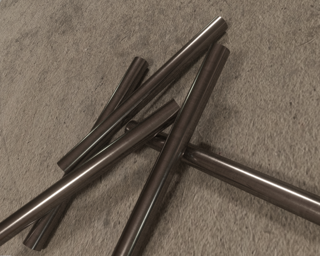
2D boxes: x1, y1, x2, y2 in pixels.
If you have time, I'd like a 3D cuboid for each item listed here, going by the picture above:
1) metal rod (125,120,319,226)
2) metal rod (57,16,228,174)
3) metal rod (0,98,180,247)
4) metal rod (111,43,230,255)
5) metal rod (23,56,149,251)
[{"bbox_3d":[0.075,0.047,0.335,0.300,0.025,0.025,22,73,35],"label":"metal rod"},{"bbox_3d":[-0.018,-0.049,0.425,0.301,0.025,0.025,-44,51,-9],"label":"metal rod"},{"bbox_3d":[-0.099,0.061,0.382,0.300,0.025,0.025,-36,52,4],"label":"metal rod"},{"bbox_3d":[0.007,0.041,0.345,0.025,0.025,0.299,20,81,35],"label":"metal rod"},{"bbox_3d":[-0.096,0.024,0.437,0.025,0.025,0.300,16,70,34],"label":"metal rod"}]
